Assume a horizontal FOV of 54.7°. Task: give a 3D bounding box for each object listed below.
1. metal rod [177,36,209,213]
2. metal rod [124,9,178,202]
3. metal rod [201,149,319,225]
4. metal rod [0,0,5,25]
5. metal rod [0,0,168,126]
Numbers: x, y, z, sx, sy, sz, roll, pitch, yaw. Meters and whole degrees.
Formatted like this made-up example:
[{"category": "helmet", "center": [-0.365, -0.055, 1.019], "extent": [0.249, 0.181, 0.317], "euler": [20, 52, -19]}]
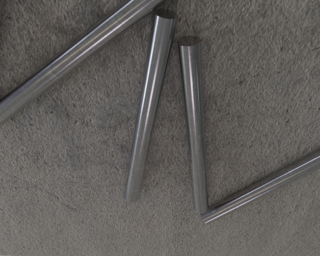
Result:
[{"category": "metal rod", "center": [0.050, 0.020, 0.424], "extent": [0.025, 0.025, 0.298], "euler": [-6, 130, 5]}, {"category": "metal rod", "center": [-0.020, -0.002, 0.404], "extent": [0.025, 0.025, 0.298], "euler": [8, 130, -7]}, {"category": "metal rod", "center": [0.187, 0.077, 0.474], "extent": [0.299, 0.025, 0.025], "euler": [-37, 121, 27]}, {"category": "metal rod", "center": [-0.188, -0.089, 0.329], "extent": [0.025, 0.025, 0.298], "euler": [21, 127, -17]}, {"category": "metal rod", "center": [-0.093, -0.080, 0.338], "extent": [0.300, 0.025, 0.025], "euler": [-29, 124, 22]}]
